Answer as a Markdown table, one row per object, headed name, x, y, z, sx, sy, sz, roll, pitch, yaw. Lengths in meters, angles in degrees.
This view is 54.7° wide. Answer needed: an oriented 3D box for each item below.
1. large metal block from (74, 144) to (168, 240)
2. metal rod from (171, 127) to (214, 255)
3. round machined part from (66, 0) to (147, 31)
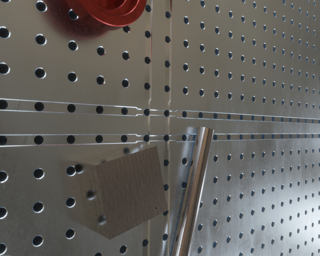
| name | x | y | z | sx | sy | sz | roll | pitch | yaw |
| --- | --- | --- | --- | --- | --- | --- | --- | --- | --- |
| large metal block | -0.044 | 0.067 | 0.357 | 0.081 | 0.050 | 0.079 | -16 | 100 | -39 |
| metal rod | 0.037 | 0.145 | 0.440 | 0.025 | 0.025 | 0.299 | 21 | 77 | -38 |
| round machined part | -0.065 | -0.157 | 0.343 | 0.099 | 0.042 | 0.097 | 0 | 90 | -40 |
